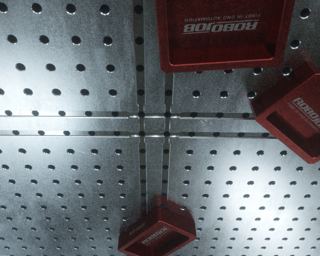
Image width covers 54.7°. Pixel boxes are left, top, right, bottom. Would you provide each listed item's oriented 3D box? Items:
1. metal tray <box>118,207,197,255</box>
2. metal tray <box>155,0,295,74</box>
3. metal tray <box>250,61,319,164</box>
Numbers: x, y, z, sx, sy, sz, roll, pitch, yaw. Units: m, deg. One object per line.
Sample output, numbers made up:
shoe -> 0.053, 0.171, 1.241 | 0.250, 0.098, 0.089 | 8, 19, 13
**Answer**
metal tray -> -0.007, 0.205, 0.583 | 0.090, 0.030, 0.129 | 32, 123, -25
metal tray -> 0.063, -0.106, 0.318 | 0.131, 0.030, 0.089 | -3, 130, 2
metal tray -> 0.194, -0.014, 0.399 | 0.130, 0.030, 0.090 | 34, 122, -26
